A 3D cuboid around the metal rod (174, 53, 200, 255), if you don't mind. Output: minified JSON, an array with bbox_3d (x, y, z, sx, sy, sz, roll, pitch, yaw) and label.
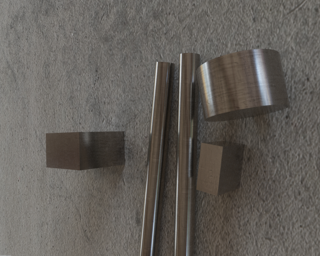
[{"bbox_3d":[0.032,0.061,0.377,0.025,0.025,0.298,3,92,39],"label":"metal rod"}]

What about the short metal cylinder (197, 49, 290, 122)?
[{"bbox_3d":[0.080,-0.038,0.302,0.080,0.081,0.050,-13,82,39],"label":"short metal cylinder"}]

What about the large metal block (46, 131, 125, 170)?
[{"bbox_3d":[-0.109,0.031,0.457,0.080,0.081,0.050,-2,89,39],"label":"large metal block"}]

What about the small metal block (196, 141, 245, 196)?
[{"bbox_3d":[0.066,0.041,0.333,0.025,0.050,0.050,9,96,39],"label":"small metal block"}]

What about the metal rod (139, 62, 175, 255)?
[{"bbox_3d":[-0.006,0.065,0.407,0.025,0.025,0.298,8,95,39],"label":"metal rod"}]
